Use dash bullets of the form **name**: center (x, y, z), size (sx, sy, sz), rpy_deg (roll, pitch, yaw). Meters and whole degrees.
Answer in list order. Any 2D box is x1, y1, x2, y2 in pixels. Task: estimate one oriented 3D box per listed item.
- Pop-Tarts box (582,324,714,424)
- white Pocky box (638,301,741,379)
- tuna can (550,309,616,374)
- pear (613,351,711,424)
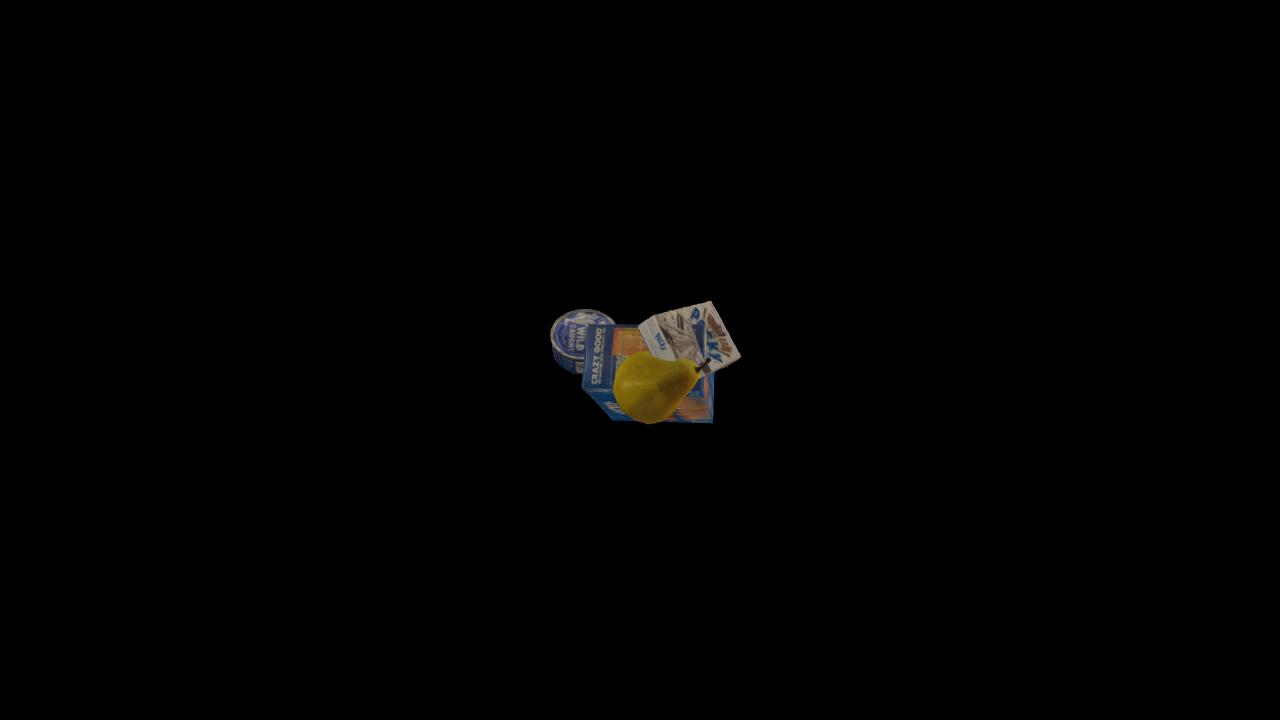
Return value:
- **Pop-Tarts box**: center (0.018, 0.022, 0.769), size (0.141, 0.083, 0.167), rpy_deg (1, -19, 11)
- **white Pocky box**: center (0.060, -0.019, 0.706), size (0.028, 0.084, 0.154), rpy_deg (-30, -5, 32)
- **tuna can**: center (-0.069, -0.023, 0.769), size (0.084, 0.084, 0.034), rpy_deg (0, -40, -1)
- **pear**: center (0.028, 0.026, 0.650), size (0.111, 0.080, 0.080), rpy_deg (-9, -5, 36)
